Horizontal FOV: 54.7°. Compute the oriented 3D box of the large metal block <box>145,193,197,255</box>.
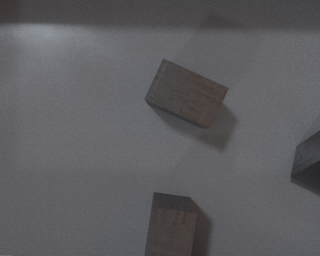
[{"bbox_3d":[0.011,0.131,0.384,0.050,0.080,0.080,8,90,0],"label":"large metal block"}]

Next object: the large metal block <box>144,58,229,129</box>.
[{"bbox_3d":[0.030,-0.039,0.384,0.080,0.080,0.050,24,90,0],"label":"large metal block"}]

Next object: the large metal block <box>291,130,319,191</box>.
[{"bbox_3d":[0.223,0.043,0.378,0.080,0.080,0.050,26,59,1],"label":"large metal block"}]
